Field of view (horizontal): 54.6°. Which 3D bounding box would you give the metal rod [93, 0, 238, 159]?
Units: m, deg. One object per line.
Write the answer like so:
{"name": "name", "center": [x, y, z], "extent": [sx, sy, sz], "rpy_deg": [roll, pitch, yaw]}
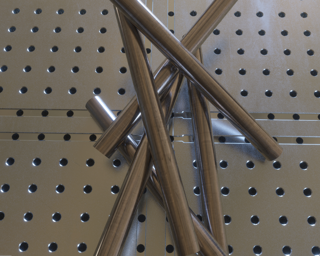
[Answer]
{"name": "metal rod", "center": [0.022, -0.087, 0.395], "extent": [0.025, 0.025, 0.300], "rpy_deg": [36, 80, 12]}

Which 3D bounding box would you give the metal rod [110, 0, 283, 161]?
{"name": "metal rod", "center": [0.042, -0.068, 0.373], "extent": [0.300, 0.025, 0.025], "rpy_deg": [43, 74, -11]}

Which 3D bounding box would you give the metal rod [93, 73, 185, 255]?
{"name": "metal rod", "center": [-0.009, 0.011, 0.374], "extent": [0.025, 0.025, 0.300], "rpy_deg": [17, 58, 6]}

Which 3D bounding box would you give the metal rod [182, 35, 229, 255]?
{"name": "metal rod", "center": [0.056, 0.017, 0.392], "extent": [0.025, 0.025, 0.299], "rpy_deg": [-5, 75, -2]}

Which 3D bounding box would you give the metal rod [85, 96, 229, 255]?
{"name": "metal rod", "center": [0.000, 0.071, 0.369], "extent": [0.025, 0.025, 0.300], "rpy_deg": [-36, 68, -12]}

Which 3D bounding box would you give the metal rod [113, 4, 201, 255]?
{"name": "metal rod", "center": [-0.008, -0.012, 0.352], "extent": [0.025, 0.025, 0.299], "rpy_deg": [-14, 78, -5]}
